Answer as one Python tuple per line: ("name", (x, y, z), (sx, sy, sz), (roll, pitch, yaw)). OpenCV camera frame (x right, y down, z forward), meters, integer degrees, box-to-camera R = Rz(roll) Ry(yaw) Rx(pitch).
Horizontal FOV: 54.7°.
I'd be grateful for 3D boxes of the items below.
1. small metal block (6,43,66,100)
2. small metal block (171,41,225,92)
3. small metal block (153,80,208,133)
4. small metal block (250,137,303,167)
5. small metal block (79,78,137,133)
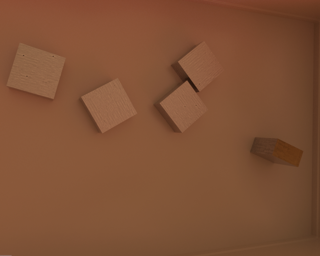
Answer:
("small metal block", (-0.142, -0.063, 0.358), (0.050, 0.025, 0.050), (16, 85, -20))
("small metal block", (0.052, -0.084, 0.431), (0.050, 0.025, 0.050), (-41, 104, -16))
("small metal block", (0.028, -0.029, 0.422), (0.050, 0.025, 0.050), (-41, 103, -16))
("small metal block", (0.174, 0.035, 0.463), (0.050, 0.050, 0.025), (24, 82, -19))
("small metal block", (-0.065, -0.027, 0.387), (0.050, 0.025, 0.050), (-31, 101, -18))
